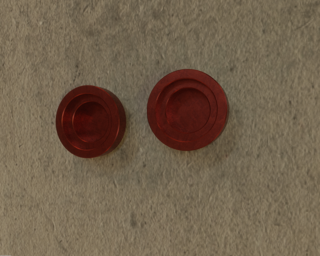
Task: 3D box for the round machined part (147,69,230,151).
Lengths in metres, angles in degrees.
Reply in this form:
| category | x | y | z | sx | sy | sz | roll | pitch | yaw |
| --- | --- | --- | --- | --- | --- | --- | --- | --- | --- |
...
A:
| category | x | y | z | sx | sy | sz | roll | pitch | yaw |
| --- | --- | --- | --- | --- | --- | --- | --- | --- | --- |
| round machined part | 0.037 | -0.022 | 0.386 | 0.098 | 0.042 | 0.097 | 0 | 90 | 19 |

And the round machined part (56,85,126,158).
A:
| category | x | y | z | sx | sy | sz | roll | pitch | yaw |
| --- | --- | --- | --- | --- | --- | --- | --- | --- | --- |
| round machined part | -0.091 | -0.009 | 0.431 | 0.098 | 0.042 | 0.097 | 0 | 90 | 19 |
